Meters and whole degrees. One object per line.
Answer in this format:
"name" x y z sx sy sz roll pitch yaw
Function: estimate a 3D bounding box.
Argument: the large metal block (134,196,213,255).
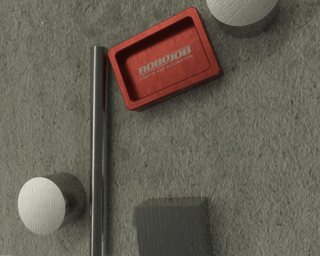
"large metal block" 0.019 0.132 0.389 0.080 0.050 0.080 -7 88 20

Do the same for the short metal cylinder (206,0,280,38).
"short metal cylinder" 0.098 -0.151 0.361 0.080 0.050 0.079 0 90 20

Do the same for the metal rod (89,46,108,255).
"metal rod" -0.087 0.036 0.439 0.025 0.025 0.298 0 90 20

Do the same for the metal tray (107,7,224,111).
"metal tray" 0.005 -0.085 0.404 0.130 0.030 0.090 -22 83 18

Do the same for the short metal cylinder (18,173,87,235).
"short metal cylinder" -0.156 0.108 0.451 0.080 0.050 0.079 0 90 20
